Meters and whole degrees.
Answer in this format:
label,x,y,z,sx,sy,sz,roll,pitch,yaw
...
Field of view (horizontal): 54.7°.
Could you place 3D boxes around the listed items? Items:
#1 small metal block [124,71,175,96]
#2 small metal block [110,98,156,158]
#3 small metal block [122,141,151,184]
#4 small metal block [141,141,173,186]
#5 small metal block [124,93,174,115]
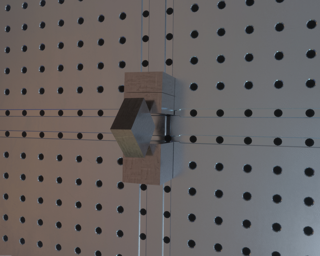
label,x,y,z,sx,sy,sz,roll,pitch,yaw
small metal block,-0.012,-0.056,0.402,0.050,0.050,0.025,2,91,19
small metal block,-0.030,0.000,0.365,0.025,0.050,0.050,1,48,20
small metal block,-0.026,0.043,0.407,0.025,0.050,0.050,2,91,20
small metal block,-0.003,0.044,0.398,0.025,0.050,0.050,2,91,20
small metal block,-0.013,-0.031,0.402,0.050,0.050,0.025,2,91,19
